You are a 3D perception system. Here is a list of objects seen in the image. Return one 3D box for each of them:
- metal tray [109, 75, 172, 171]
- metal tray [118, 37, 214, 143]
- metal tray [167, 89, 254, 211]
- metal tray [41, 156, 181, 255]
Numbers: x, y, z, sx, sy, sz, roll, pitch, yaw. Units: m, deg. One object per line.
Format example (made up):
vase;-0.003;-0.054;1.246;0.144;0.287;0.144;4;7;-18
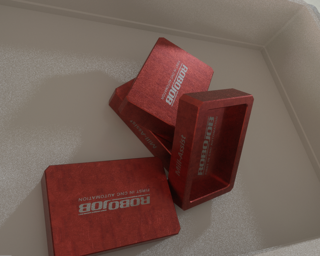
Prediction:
metal tray;0.007;-0.014;0.416;0.130;0.030;0.091;48;51;5
metal tray;0.013;-0.051;0.403;0.090;0.030;0.130;30;52;-9
metal tray;0.057;0.023;0.359;0.091;0.129;0.030;-11;28;-38
metal tray;-0.051;0.081;0.327;0.131;0.030;0.090;-2;63;-29
